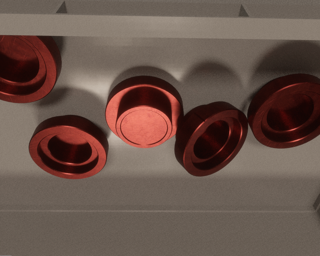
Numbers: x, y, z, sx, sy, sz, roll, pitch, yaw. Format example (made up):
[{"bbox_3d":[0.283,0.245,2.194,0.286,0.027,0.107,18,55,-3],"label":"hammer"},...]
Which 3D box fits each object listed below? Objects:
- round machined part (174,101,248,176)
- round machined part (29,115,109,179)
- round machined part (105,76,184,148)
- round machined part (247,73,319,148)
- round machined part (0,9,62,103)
[{"bbox_3d":[0.059,0.009,0.389,0.099,0.042,0.097,-19,130,-24],"label":"round machined part"},{"bbox_3d":[-0.118,0.021,0.414,0.099,0.042,0.097,-1,130,0],"label":"round machined part"},{"bbox_3d":[-0.019,-0.013,0.387,0.099,0.042,0.097,0,130,0],"label":"round machined part"},{"bbox_3d":[0.155,-0.024,0.377,0.099,0.042,0.097,-3,130,-3],"label":"round machined part"},{"bbox_3d":[-0.155,-0.078,0.329,0.099,0.042,0.097,-1,130,0],"label":"round machined part"}]
